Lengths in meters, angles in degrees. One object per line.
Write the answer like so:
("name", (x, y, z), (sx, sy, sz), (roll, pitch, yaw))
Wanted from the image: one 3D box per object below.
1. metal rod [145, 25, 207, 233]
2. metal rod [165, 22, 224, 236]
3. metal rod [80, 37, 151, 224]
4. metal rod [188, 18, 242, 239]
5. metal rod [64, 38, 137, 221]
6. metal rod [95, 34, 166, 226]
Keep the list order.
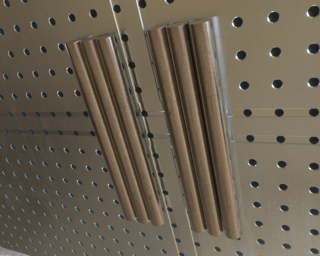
("metal rod", (0.028, 0.019, 0.408), (0.025, 0.025, 0.298), (1, 119, 28))
("metal rod", (0.050, 0.020, 0.397), (0.025, 0.025, 0.298), (1, 119, 28))
("metal rod", (-0.056, 0.020, 0.453), (0.025, 0.025, 0.298), (1, 119, 28))
("metal rod", (0.074, 0.021, 0.384), (0.025, 0.025, 0.298), (1, 119, 28))
("metal rod", (-0.079, 0.019, 0.465), (0.025, 0.025, 0.298), (1, 119, 28))
("metal rod", (-0.034, 0.020, 0.441), (0.025, 0.025, 0.298), (1, 119, 28))
